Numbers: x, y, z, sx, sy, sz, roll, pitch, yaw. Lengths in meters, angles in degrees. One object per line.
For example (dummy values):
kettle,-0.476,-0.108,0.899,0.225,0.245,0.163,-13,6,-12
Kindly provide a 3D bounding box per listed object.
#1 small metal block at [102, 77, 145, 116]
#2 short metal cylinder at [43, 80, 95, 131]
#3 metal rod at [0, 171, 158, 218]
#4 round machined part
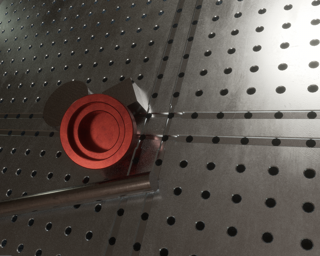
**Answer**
small metal block,-0.055,-0.040,0.460,0.050,0.025,0.050,-26,53,11
short metal cylinder,-0.129,-0.026,0.473,0.080,0.050,0.080,-13,56,20
metal rod,-0.145,0.097,0.422,0.301,0.025,0.025,-14,56,20
round machined part,-0.079,0.006,0.416,0.099,0.042,0.097,-1,86,8
